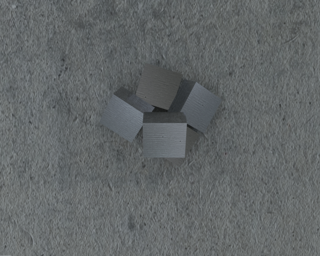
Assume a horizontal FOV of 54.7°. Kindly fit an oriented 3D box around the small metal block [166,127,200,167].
[{"bbox_3d":[0.017,0.016,0.412,0.050,0.025,0.050,33,90,-1],"label":"small metal block"}]

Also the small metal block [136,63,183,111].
[{"bbox_3d":[-0.002,-0.053,0.411,0.050,0.025,0.050,17,90,-1],"label":"small metal block"}]

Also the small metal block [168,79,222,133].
[{"bbox_3d":[0.045,-0.028,0.401,0.050,0.025,0.050,28,90,-34],"label":"small metal block"}]

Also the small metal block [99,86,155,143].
[{"bbox_3d":[-0.043,-0.017,0.399,0.050,0.025,0.050,33,126,-2],"label":"small metal block"}]

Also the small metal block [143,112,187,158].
[{"bbox_3d":[0.005,0.008,0.375,0.050,0.025,0.050,0,123,-1],"label":"small metal block"}]
